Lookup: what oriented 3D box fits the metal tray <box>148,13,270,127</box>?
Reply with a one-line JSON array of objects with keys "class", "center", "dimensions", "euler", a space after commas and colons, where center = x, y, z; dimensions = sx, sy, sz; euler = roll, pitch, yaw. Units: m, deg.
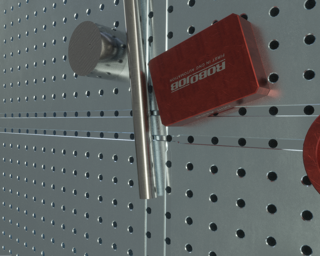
[{"class": "metal tray", "center": [0.051, -0.061, 0.364], "dimensions": [0.130, 0.030, 0.090], "euler": [-21, 77, 38]}]

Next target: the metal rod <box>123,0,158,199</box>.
[{"class": "metal rod", "center": [-0.029, -0.054, 0.433], "dimensions": [0.025, 0.025, 0.298], "euler": [-9, 85, 40]}]

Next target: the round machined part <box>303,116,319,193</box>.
[{"class": "round machined part", "center": [0.175, 0.022, 0.254], "dimensions": [0.098, 0.042, 0.097], "euler": [0, 90, 40]}]

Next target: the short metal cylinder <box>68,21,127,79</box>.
[{"class": "short metal cylinder", "center": [-0.095, -0.116, 0.472], "dimensions": [0.080, 0.050, 0.080], "euler": [0, 90, 40]}]
